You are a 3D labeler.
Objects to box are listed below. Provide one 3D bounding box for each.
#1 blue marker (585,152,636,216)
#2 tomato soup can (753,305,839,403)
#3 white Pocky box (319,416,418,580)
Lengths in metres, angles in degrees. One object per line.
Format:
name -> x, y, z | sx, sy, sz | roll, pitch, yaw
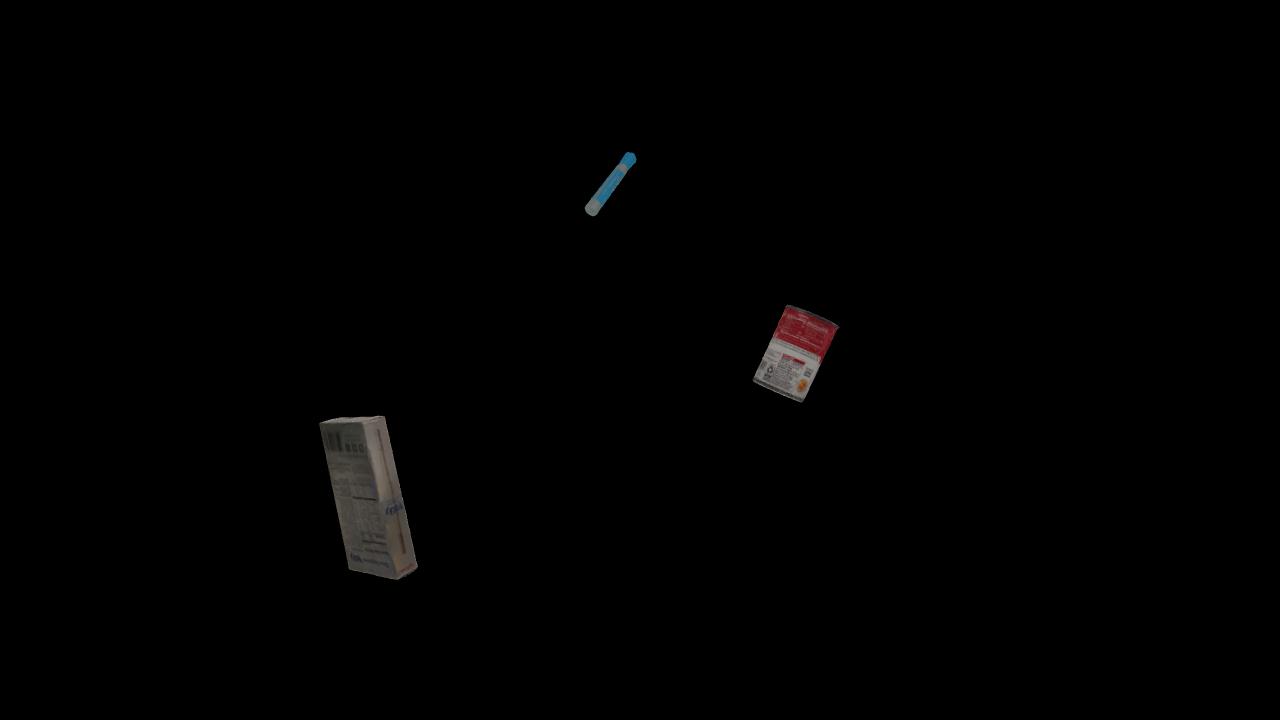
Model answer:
blue marker -> -0.039, -0.248, 0.857 | 0.020, 0.121, 0.020 | 25, -26, 13
tomato soup can -> 0.187, -0.007, 0.741 | 0.068, 0.101, 0.068 | 24, 4, -2
white Pocky box -> -0.265, 0.132, 0.596 | 0.084, 0.154, 0.028 | -5, 8, 35
